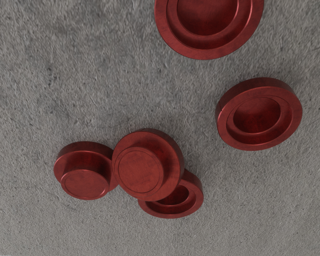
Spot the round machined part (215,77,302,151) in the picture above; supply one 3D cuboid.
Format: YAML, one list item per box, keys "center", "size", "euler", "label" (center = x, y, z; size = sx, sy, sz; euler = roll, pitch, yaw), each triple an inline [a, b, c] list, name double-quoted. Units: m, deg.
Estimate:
- center: [0.116, -0.021, 0.379]
  size: [0.099, 0.042, 0.097]
  euler: [0, 130, 0]
  label: "round machined part"

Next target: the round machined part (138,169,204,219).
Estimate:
- center: [0.016, 0.094, 0.476]
  size: [0.099, 0.042, 0.097]
  euler: [0, 130, 0]
  label: "round machined part"

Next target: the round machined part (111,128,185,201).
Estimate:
- center: [-0.020, 0.052, 0.409]
  size: [0.098, 0.042, 0.097]
  euler: [4, 102, 18]
  label: "round machined part"

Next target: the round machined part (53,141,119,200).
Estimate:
- center: [-0.106, 0.069, 0.453]
  size: [0.099, 0.042, 0.097]
  euler: [0, 130, 0]
  label: "round machined part"

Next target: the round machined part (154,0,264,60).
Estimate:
- center: [0.044, -0.118, 0.296]
  size: [0.099, 0.042, 0.097]
  euler: [0, 130, 0]
  label: "round machined part"
